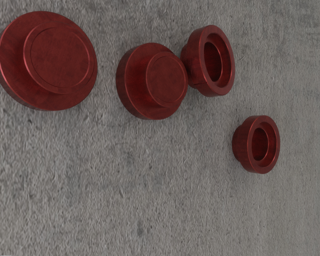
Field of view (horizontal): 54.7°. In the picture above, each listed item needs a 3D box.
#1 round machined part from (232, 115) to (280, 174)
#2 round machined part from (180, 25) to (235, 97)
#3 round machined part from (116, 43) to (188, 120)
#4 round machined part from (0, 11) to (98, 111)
[{"bbox_3d":[0.160,0.027,0.528,0.099,0.042,0.097,0,90,-40],"label":"round machined part"},{"bbox_3d":[0.065,-0.092,0.440,0.099,0.042,0.097,8,80,-49],"label":"round machined part"},{"bbox_3d":[-0.003,-0.059,0.391,0.099,0.042,0.097,0,90,-40],"label":"round machined part"},{"bbox_3d":[-0.105,-0.066,0.305,0.099,0.042,0.097,0,90,-40],"label":"round machined part"}]
